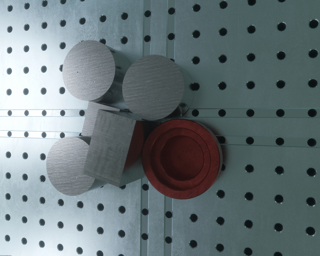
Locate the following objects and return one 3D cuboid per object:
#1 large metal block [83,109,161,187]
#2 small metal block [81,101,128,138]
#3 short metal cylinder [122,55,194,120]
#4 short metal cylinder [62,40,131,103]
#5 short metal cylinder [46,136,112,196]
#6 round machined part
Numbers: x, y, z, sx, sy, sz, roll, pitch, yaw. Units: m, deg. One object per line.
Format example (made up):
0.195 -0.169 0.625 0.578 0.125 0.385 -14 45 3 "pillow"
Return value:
-0.046 0.023 0.396 0.050 0.080 0.080 17 96 19 "large metal block"
-0.079 -0.008 0.440 0.050 0.025 0.050 16 95 19 "small metal block"
-0.001 -0.049 0.399 0.080 0.050 0.080 0 90 20 "short metal cylinder"
-0.086 -0.076 0.429 0.080 0.050 0.080 0 90 20 "short metal cylinder"
-0.111 0.051 0.438 0.080 0.050 0.080 0 90 20 "short metal cylinder"
0.030 0.037 0.393 0.098 0.042 0.097 0 90 20 "round machined part"
